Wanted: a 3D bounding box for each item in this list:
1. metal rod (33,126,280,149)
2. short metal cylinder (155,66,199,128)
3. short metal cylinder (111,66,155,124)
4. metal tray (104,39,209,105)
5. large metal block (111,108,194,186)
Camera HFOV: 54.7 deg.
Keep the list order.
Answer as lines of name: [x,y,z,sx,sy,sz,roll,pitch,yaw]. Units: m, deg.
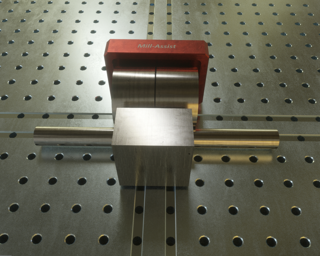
metal rod: [-0.004,0.012,0.392,0.302,0.025,0.025,1,50,0]
short metal cylinder: [0.021,-0.039,0.401,0.050,0.080,0.080,1,50,1]
short metal cylinder: [-0.031,-0.040,0.401,0.050,0.080,0.080,1,50,0]
metal tray: [-0.004,-0.074,0.423,0.131,0.089,0.030,1,50,0]
large metal block: [-0.006,0.023,0.347,0.081,0.080,0.050,1,50,0]
